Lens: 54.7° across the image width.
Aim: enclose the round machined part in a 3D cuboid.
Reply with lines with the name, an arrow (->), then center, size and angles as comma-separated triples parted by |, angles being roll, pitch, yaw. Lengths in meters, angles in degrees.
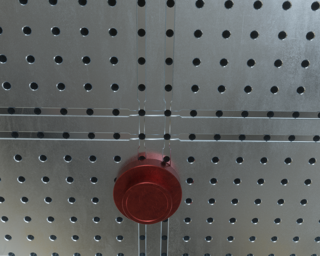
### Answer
round machined part -> -0.018, 0.097, 0.440 | 0.099, 0.042, 0.097 | 0, 110, -1
